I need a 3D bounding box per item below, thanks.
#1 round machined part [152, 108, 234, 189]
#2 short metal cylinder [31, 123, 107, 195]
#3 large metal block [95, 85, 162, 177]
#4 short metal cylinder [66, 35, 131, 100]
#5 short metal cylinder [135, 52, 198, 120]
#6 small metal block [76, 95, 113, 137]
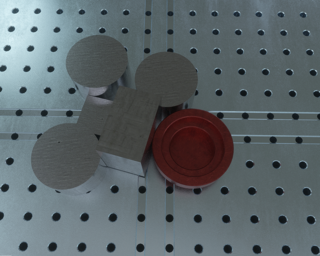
[{"bbox_3d":[0.040,0.028,0.392,0.099,0.042,0.098,0,70,0],"label":"round machined part"},{"bbox_3d":[-0.109,0.040,0.383,0.081,0.050,0.080,0,70,0],"label":"short metal cylinder"},{"bbox_3d":[-0.033,0.007,0.376,0.050,0.080,0.080,15,71,5],"label":"large metal block"},{"bbox_3d":[-0.082,-0.080,0.426,0.081,0.050,0.080,0,70,0],"label":"short metal cylinder"},{"bbox_3d":[0.008,-0.055,0.418,0.081,0.050,0.080,0,70,0],"label":"short metal cylinder"},{"bbox_3d":[-0.079,-0.011,0.415,0.050,0.025,0.050,14,71,5],"label":"small metal block"}]
